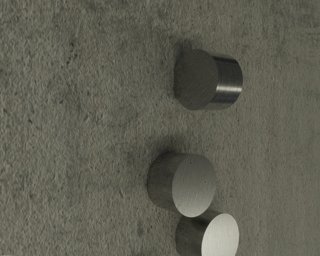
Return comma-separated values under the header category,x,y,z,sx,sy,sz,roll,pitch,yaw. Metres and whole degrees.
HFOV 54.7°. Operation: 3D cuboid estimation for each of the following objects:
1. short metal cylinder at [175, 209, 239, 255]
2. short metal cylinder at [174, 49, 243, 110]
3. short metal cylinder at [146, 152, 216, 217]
category,x,y,z,sx,sy,sz,roll,pitch,yaw
short metal cylinder,0.069,0.158,0.446,0.081,0.050,0.080,0,90,-40
short metal cylinder,0.064,-0.064,0.422,0.050,0.080,0.079,-3,92,-40
short metal cylinder,0.029,0.073,0.413,0.081,0.050,0.080,0,90,-40
